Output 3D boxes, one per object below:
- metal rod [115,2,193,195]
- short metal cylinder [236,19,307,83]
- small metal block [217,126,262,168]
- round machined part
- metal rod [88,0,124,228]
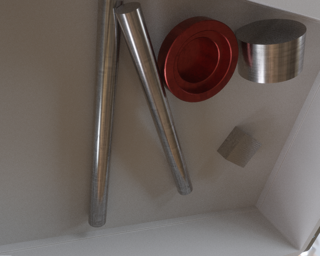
[{"bbox_3d":[0.005,-0.008,0.392,0.025,0.025,0.299,-28,133,-11],"label":"metal rod"},{"bbox_3d":[0.138,-0.098,0.390,0.081,0.080,0.050,-24,127,-14],"label":"short metal cylinder"},{"bbox_3d":[0.129,0.032,0.501,0.050,0.025,0.050,26,104,-38],"label":"small metal block"},{"bbox_3d":[0.041,-0.083,0.370,0.099,0.042,0.097,-14,125,-21],"label":"round machined part"},{"bbox_3d":[-0.069,0.003,0.373,0.025,0.025,0.298,-6,121,-26],"label":"metal rod"}]
